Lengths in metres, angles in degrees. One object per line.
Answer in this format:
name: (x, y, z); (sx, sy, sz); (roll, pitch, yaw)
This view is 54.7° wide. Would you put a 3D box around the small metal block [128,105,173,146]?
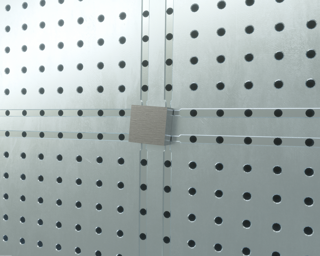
small metal block: (-0.012, -0.004, 0.416); (0.050, 0.025, 0.050); (5, 92, 19)
